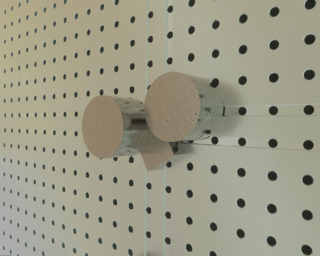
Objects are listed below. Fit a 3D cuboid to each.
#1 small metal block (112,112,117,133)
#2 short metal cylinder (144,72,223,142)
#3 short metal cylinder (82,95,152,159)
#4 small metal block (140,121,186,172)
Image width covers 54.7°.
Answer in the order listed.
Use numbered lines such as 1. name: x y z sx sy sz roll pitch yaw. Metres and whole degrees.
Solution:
1. small metal block: -0.054 -0.006 0.454 0.050 0.025 0.050 18 102 38
2. short metal cylinder: 0.028 -0.024 0.370 0.080 0.050 0.079 0 90 40
3. short metal cylinder: -0.058 -0.002 0.408 0.080 0.050 0.079 0 90 40
4. small metal block: -0.001 0.023 0.410 0.050 0.025 0.050 -36 68 34
